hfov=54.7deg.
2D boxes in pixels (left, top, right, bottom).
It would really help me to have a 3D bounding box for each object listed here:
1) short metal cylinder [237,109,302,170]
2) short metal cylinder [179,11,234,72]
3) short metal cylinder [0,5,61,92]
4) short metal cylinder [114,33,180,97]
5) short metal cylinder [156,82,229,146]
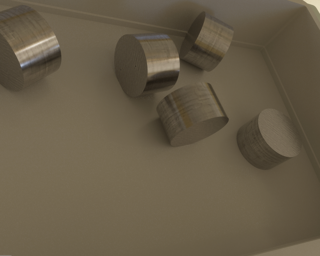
[{"bbox_3d":[0.165,0.017,0.471,0.081,0.050,0.080,14,56,-21],"label":"short metal cylinder"},{"bbox_3d":[0.073,-0.137,0.495,0.050,0.080,0.080,23,53,-15],"label":"short metal cylinder"},{"bbox_3d":[-0.156,-0.087,0.340,0.080,0.080,0.050,44,51,2],"label":"short metal cylinder"},{"bbox_3d":[-0.019,-0.085,0.413,0.050,0.080,0.080,-15,70,-35],"label":"short metal cylinder"},{"bbox_3d":[0.042,-0.016,0.405,0.081,0.080,0.050,-10,67,-33],"label":"short metal cylinder"}]
